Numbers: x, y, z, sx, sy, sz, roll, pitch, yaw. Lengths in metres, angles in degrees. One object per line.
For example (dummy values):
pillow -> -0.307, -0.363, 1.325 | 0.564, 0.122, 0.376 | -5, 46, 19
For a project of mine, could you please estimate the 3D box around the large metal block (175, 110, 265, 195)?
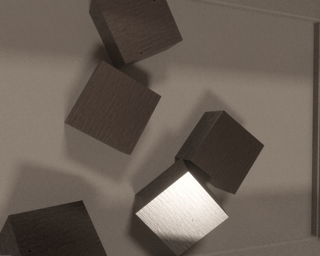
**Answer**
large metal block -> 0.082, 0.032, 0.429 | 0.080, 0.050, 0.080 | 38, 78, -17

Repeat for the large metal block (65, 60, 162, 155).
large metal block -> -0.058, -0.022, 0.377 | 0.080, 0.050, 0.080 | 30, 80, -18

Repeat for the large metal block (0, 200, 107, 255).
large metal block -> -0.111, 0.130, 0.322 | 0.081, 0.050, 0.080 | -1, 48, -45

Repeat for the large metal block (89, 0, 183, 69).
large metal block -> -0.031, -0.127, 0.387 | 0.081, 0.050, 0.080 | -27, 99, -18

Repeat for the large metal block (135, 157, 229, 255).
large metal block -> 0.025, 0.099, 0.395 | 0.080, 0.050, 0.080 | -40, 104, 4
